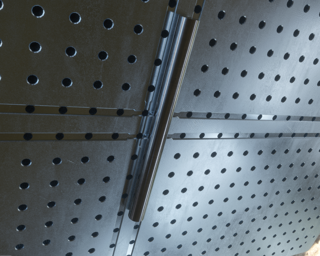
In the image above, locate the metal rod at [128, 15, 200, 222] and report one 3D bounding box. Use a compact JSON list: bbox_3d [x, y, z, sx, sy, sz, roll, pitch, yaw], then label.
[{"bbox_3d":[-0.001,0.005,0.415,0.025,0.025,0.298,0,118,-29],"label":"metal rod"}]
